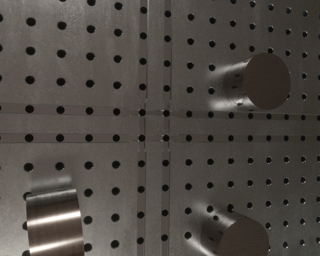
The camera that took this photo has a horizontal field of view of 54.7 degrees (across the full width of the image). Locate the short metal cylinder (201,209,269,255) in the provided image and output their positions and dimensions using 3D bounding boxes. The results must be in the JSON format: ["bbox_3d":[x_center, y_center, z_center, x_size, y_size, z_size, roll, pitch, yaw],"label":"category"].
[{"bbox_3d":[0.106,0.162,0.440,0.081,0.050,0.079,0,90,-21],"label":"short metal cylinder"}]

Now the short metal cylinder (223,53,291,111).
[{"bbox_3d":[0.141,-0.065,0.453,0.081,0.050,0.079,0,90,-20],"label":"short metal cylinder"}]

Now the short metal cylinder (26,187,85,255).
[{"bbox_3d":[-0.115,0.109,0.341,0.050,0.080,0.079,-6,93,-20],"label":"short metal cylinder"}]
